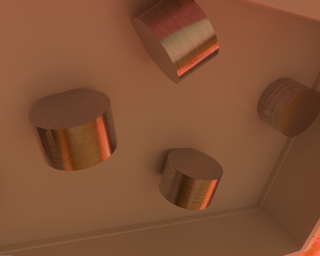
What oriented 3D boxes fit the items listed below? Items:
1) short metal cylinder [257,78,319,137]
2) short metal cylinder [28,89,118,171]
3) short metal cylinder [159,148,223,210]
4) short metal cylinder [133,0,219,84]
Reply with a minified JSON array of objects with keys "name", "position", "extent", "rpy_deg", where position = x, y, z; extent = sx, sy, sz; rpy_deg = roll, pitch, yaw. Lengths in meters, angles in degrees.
[{"name":"short metal cylinder","position":[0.202,-0.033,0.485],"extent":[0.081,0.050,0.079],"rpy_deg":[-14,125,-21]},{"name":"short metal cylinder","position":[-0.088,0.000,0.325],"extent":[0.081,0.080,0.050],"rpy_deg":[-18,126,-19]},{"name":"short metal cylinder","position":[0.043,0.071,0.443],"extent":[0.081,0.080,0.050],"rpy_deg":[1,118,-29]},{"name":"short metal cylinder","position":[0.016,-0.094,0.325],"extent":[0.050,0.080,0.080],"rpy_deg":[-36,130,-4]}]
